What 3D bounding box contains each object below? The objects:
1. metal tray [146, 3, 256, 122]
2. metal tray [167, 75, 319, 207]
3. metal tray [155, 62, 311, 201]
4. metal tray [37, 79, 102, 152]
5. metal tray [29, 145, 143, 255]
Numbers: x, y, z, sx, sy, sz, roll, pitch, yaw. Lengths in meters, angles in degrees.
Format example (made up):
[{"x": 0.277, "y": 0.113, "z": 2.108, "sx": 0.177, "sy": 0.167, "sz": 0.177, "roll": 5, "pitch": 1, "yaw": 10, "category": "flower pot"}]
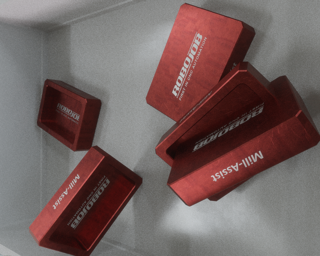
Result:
[{"x": 0.043, "y": -0.071, "z": 0.368, "sx": 0.090, "sy": 0.030, "sz": 0.129, "roll": 34, "pitch": 111, "yaw": 34, "category": "metal tray"}, {"x": 0.072, "y": 0.011, "z": 0.292, "sx": 0.130, "sy": 0.090, "sz": 0.030, "roll": -33, "pitch": 106, "yaw": 26, "category": "metal tray"}, {"x": 0.069, "y": 0.009, "z": 0.316, "sx": 0.090, "sy": 0.030, "sz": 0.129, "roll": 42, "pitch": 121, "yaw": -6, "category": "metal tray"}, {"x": -0.161, "y": -0.025, "z": 0.536, "sx": 0.130, "sy": 0.030, "sz": 0.089, "roll": 26, "pitch": 106, "yaw": 37, "category": "metal tray"}, {"x": -0.091, "y": 0.098, "z": 0.403, "sx": 0.030, "sy": 0.090, "sz": 0.130, "roll": 28, "pitch": 77, "yaw": 41, "category": "metal tray"}]
